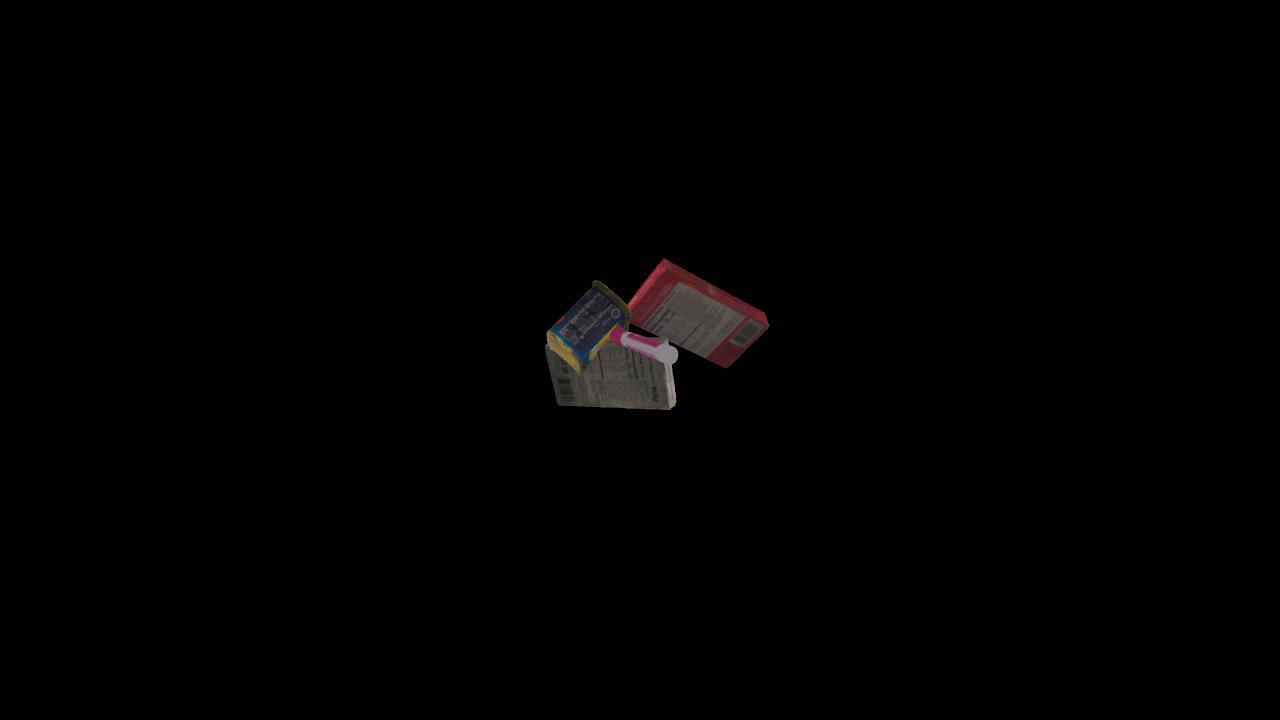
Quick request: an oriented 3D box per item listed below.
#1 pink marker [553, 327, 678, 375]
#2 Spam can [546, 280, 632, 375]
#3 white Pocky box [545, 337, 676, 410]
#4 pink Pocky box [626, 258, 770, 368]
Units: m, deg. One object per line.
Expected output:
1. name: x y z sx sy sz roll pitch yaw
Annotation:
1. pink marker: 0.001 -0.017 0.645 0.020 0.020 0.121 0 12 -29
2. Spam can: -0.060 -0.033 0.719 0.058 0.085 0.101 41 -13 7
3. white Pocky box: -0.036 0.016 0.731 0.154 0.084 0.028 0 20 25
4. pink Pocky box: 0.067 -0.051 0.726 0.155 0.029 0.084 24 -53 -24
